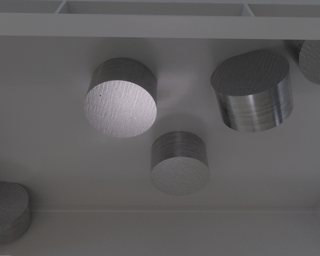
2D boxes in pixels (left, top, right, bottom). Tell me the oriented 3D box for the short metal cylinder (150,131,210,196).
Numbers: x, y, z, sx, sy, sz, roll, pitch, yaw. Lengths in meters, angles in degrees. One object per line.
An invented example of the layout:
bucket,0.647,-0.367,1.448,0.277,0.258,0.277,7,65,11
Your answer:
short metal cylinder,0.027,0.050,0.436,0.081,0.050,0.079,0,130,0

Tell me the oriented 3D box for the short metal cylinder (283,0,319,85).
short metal cylinder,0.175,-0.091,0.317,0.081,0.050,0.079,0,130,0

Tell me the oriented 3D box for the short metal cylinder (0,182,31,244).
short metal cylinder,-0.246,0.131,0.482,0.081,0.080,0.050,8,130,-7

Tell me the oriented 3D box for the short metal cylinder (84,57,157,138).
short metal cylinder,-0.044,-0.035,0.362,0.081,0.050,0.079,0,130,0

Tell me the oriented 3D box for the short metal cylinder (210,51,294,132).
short metal cylinder,0.101,-0.041,0.339,0.080,0.080,0.050,-15,129,12
